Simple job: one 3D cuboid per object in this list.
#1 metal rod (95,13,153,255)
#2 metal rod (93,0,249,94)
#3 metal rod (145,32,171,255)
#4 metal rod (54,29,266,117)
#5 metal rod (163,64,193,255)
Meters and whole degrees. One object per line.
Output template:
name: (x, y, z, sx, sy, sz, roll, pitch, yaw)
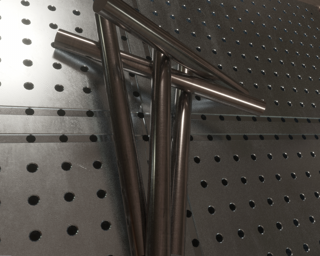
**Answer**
metal rod: (-0.046, -0.009, 0.365, 0.025, 0.025, 0.299, -1, 70, -29)
metal rod: (0.040, -0.091, 0.413, 0.302, 0.025, 0.025, 19, 51, -46)
metal rod: (0.000, 0.008, 0.359, 0.025, 0.025, 0.299, 13, 61, -22)
metal rod: (0.007, -0.074, 0.432, 0.302, 0.025, 0.025, 18, 54, -9)
metal rod: (0.028, 0.014, 0.416, 0.025, 0.025, 0.300, 19, 54, -18)
